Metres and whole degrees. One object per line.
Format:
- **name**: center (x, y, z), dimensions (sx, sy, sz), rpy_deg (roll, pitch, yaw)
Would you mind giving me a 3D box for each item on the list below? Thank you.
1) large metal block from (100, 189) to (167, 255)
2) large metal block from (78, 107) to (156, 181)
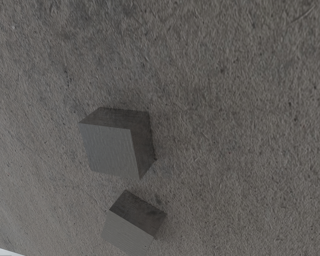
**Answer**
- **large metal block**: center (-0.045, 0.163, 0.515), dimensions (0.080, 0.050, 0.079), rpy_deg (28, 128, 10)
- **large metal block**: center (-0.058, 0.020, 0.434), dimensions (0.080, 0.050, 0.079), rpy_deg (7, 122, 24)
